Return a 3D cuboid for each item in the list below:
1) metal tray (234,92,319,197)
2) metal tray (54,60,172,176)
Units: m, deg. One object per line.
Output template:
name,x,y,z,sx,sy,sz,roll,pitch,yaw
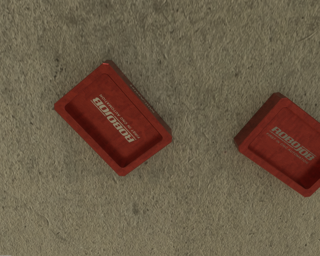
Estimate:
metal tray,0.178,0.025,0.417,0.130,0.030,0.090,34,106,-12
metal tray,-0.057,-0.010,0.402,0.090,0.030,0.130,-37,106,12
